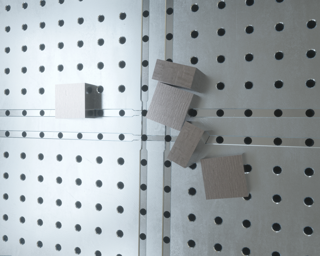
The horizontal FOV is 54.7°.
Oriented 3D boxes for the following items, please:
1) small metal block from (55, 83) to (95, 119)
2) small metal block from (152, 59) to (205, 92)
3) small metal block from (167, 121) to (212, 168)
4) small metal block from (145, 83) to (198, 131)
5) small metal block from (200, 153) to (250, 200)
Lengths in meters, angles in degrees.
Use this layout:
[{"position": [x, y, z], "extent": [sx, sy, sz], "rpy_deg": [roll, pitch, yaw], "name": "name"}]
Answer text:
[{"position": [-0.125, -0.039, 0.455], "extent": [0.050, 0.025, 0.050], "rpy_deg": [0, 90, 19], "name": "small metal block"}, {"position": [0.024, -0.065, 0.390], "extent": [0.050, 0.050, 0.025], "rpy_deg": [17, 96, 19], "name": "small metal block"}, {"position": [0.038, 0.019, 0.385], "extent": [0.025, 0.050, 0.050], "rpy_deg": [29, 99, 17], "name": "small metal block"}, {"position": [0.016, -0.028, 0.406], "extent": [0.050, 0.025, 0.050], "rpy_deg": [22, 97, 18], "name": "small metal block"}, {"position": [0.081, 0.060, 0.384], "extent": [0.050, 0.025, 0.050], "rpy_deg": [-9, 87, 19], "name": "small metal block"}]
